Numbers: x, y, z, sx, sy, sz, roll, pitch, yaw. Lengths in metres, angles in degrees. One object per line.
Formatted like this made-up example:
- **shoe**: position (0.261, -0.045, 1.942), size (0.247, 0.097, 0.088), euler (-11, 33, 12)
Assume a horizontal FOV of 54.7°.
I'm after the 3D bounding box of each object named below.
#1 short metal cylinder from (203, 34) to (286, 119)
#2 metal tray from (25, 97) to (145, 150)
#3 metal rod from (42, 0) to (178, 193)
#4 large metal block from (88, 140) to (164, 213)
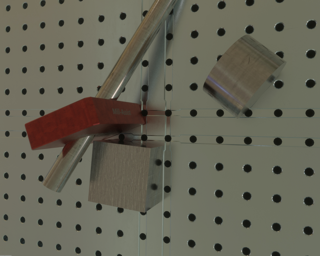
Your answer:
- **short metal cylinder**: position (0.094, -0.057, 0.350), size (0.050, 0.080, 0.080), euler (42, 103, 15)
- **metal tray**: position (-0.086, -0.005, 0.386), size (0.090, 0.130, 0.030), euler (-20, 84, 19)
- **metal rod**: position (-0.056, -0.057, 0.390), size (0.025, 0.025, 0.299), euler (28, 83, 17)
- **large metal block**: position (-0.044, 0.060, 0.414), size (0.080, 0.050, 0.079), euler (6, 92, 19)
